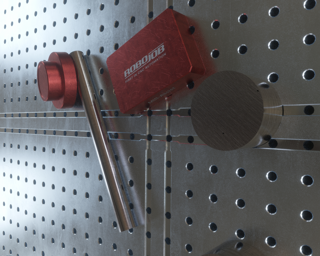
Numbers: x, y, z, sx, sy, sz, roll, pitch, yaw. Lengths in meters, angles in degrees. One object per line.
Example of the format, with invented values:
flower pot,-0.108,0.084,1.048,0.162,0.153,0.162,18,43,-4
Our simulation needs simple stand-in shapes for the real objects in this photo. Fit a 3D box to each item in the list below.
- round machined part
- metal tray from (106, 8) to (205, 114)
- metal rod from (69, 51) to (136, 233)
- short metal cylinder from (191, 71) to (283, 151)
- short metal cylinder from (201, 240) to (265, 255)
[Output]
round machined part,-0.180,-0.080,0.530,0.098,0.042,0.097,17,111,53
metal tray,-0.012,-0.084,0.416,0.130,0.030,0.090,-28,73,36
metal rod,-0.095,0.011,0.487,0.025,0.025,0.299,-31,71,36
short metal cylinder,0.080,-0.017,0.327,0.080,0.050,0.080,0,90,40
short metal cylinder,0.076,0.167,0.330,0.080,0.050,0.080,0,90,40
